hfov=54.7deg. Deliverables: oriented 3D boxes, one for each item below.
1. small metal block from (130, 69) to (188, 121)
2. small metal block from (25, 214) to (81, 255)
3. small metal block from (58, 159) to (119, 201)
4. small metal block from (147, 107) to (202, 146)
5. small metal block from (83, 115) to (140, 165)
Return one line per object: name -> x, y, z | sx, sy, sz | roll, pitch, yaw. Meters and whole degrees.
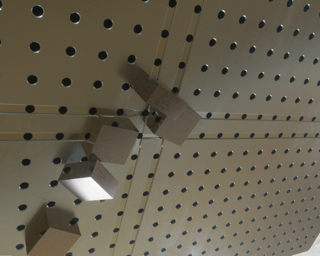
small metal block -> -0.002, -0.040, 0.371 | 0.050, 0.050, 0.025 | 30, 102, -38
small metal block -> -0.147, 0.152, 0.426 | 0.050, 0.025, 0.050 | 34, 99, -39
small metal block -> -0.089, 0.067, 0.388 | 0.050, 0.025, 0.050 | -10, 135, 25
small metal block -> 0.019, -0.009, 0.418 | 0.050, 0.025, 0.050 | 25, 104, -37
small metal block -> -0.061, 0.016, 0.389 | 0.050, 0.025, 0.050 | 13, 112, -34
